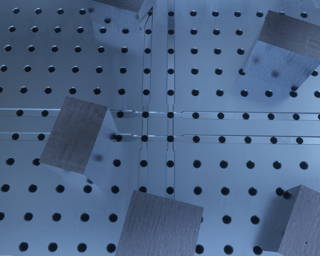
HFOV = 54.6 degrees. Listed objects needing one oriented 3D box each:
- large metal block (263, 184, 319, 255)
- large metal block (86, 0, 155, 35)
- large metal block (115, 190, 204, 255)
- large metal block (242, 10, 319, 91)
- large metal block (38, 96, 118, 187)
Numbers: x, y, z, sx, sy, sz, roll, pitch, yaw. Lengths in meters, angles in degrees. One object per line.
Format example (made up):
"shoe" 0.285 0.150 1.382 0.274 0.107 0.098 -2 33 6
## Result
"large metal block" 0.178 0.122 0.355 0.080 0.050 0.080 26 72 9
"large metal block" -0.056 -0.199 0.471 0.080 0.050 0.080 17 71 6
"large metal block" 0.000 0.123 0.354 0.080 0.050 0.080 13 71 5
"large metal block" 0.167 -0.102 0.421 0.080 0.080 0.050 21 72 7
"large metal block" -0.093 0.019 0.375 0.050 0.080 0.080 15 71 5
